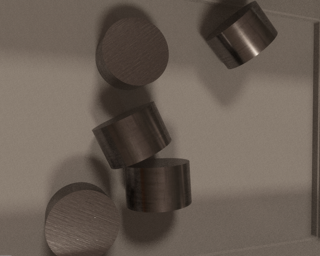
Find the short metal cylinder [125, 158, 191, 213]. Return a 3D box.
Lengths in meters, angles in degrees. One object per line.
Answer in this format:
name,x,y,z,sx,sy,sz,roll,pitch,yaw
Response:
short metal cylinder,-0.003,0.067,0.382,0.081,0.080,0.050,-4,92,-20

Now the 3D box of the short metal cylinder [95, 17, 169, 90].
short metal cylinder,-0.036,-0.090,0.385,0.081,0.050,0.079,0,90,-21

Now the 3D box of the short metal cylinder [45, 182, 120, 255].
short metal cylinder,-0.092,0.108,0.364,0.081,0.050,0.079,0,90,-21

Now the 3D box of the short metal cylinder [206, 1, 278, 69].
short metal cylinder,0.111,-0.126,0.424,0.080,0.080,0.050,-45,105,-15

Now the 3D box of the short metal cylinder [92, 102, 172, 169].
short metal cylinder,-0.033,0.008,0.370,0.081,0.080,0.050,-28,100,-18
